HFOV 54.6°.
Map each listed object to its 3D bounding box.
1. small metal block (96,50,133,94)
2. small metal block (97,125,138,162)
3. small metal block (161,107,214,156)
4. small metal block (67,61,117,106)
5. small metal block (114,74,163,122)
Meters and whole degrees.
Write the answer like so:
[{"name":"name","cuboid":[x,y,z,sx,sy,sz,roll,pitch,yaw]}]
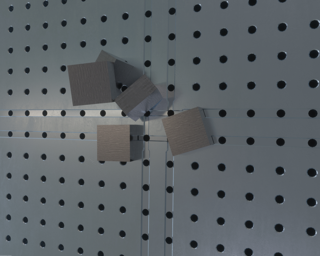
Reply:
[{"name":"small metal block","cuboid":[-0.069,-0.074,0.424,0.025,0.050,0.050,35,101,17]},{"name":"small metal block","cuboid":[-0.060,0.020,0.434,0.050,0.025,0.050,0,90,20]},{"name":"small metal block","cuboid":[0.036,0.005,0.400,0.050,0.025,0.050,-19,84,19]},{"name":"small metal block","cuboid":[-0.084,-0.055,0.388,0.050,0.025,0.050,-5,97,9]},{"name":"small metal block","cuboid":[-0.026,-0.038,0.403,0.050,0.050,0.025,-40,78,1]}]
